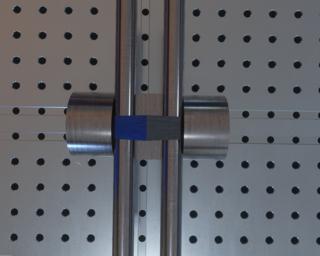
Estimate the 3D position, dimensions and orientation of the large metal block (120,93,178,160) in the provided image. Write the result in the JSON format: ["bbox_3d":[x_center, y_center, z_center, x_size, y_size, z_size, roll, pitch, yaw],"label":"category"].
[{"bbox_3d":[-0.014,-0.002,0.397,0.081,0.050,0.079,1,90,0],"label":"large metal block"}]

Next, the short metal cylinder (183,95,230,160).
[{"bbox_3d":[0.053,0.000,0.382,0.050,0.080,0.079,1,90,1],"label":"short metal cylinder"}]

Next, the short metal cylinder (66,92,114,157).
[{"bbox_3d":[-0.079,-0.004,0.382,0.050,0.080,0.079,1,90,0],"label":"short metal cylinder"}]

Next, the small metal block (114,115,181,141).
[{"bbox_3d":[-0.013,0.000,0.334,0.050,0.050,0.025,1,91,44],"label":"small metal block"}]

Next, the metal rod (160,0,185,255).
[{"bbox_3d":[0.015,0.000,0.360,0.025,0.025,0.298,1,90,0],"label":"metal rod"}]

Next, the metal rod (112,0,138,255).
[{"bbox_3d":[-0.041,0.002,0.360,0.025,0.025,0.298,1,90,0],"label":"metal rod"}]
